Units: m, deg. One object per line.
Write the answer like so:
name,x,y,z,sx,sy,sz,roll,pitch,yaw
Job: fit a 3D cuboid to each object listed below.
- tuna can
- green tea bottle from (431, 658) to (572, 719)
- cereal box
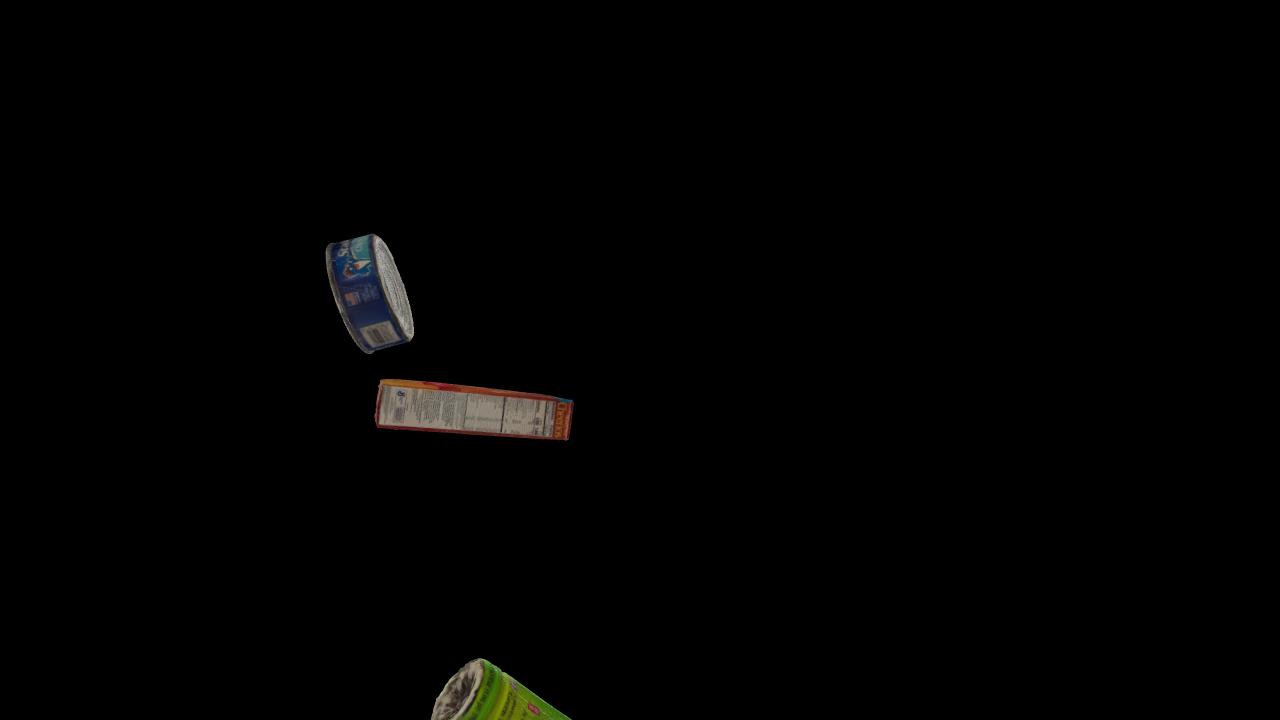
tuna can,-0.197,-0.049,0.454,0.034,0.084,0.084,-17,3,-9
green tea bottle,-0.082,0.349,0.545,0.212,0.073,0.073,43,-16,-18
cereal box,-0.290,0.085,1.063,0.306,0.081,0.203,7,-4,-23
